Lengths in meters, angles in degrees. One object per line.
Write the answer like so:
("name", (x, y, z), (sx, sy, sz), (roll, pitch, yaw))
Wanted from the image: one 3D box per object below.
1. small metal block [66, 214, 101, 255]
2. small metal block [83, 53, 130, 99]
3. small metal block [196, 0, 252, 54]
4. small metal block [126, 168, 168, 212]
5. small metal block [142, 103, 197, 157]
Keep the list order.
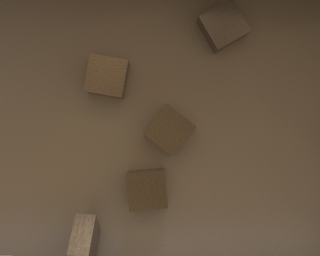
("small metal block", (-0.094, 0.141, 0.388), (0.025, 0.050, 0.050), (3, 52, 0))
("small metal block", (-0.070, -0.068, 0.411), (0.050, 0.025, 0.050), (10, 90, 0))
("small metal block", (0.084, -0.135, 0.412), (0.050, 0.025, 0.050), (-30, 90, 0))
("small metal block", (-0.017, 0.081, 0.411), (0.050, 0.025, 0.050), (-5, 90, 0))
("small metal block", (0.013, 0.003, 0.411), (0.050, 0.025, 0.050), (38, 90, 0))
